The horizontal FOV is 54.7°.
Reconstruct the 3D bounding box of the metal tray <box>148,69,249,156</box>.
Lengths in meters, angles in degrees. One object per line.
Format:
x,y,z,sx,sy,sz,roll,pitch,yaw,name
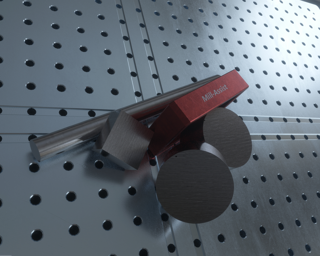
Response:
0.046,-0.021,0.399,0.131,0.090,0.030,-30,79,-38,metal tray

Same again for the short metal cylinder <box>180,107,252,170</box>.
0.074,0.019,0.409,0.081,0.050,0.080,13,64,-28,short metal cylinder

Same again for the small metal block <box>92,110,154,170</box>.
-0.041,0.015,0.356,0.050,0.025,0.050,36,65,-29,small metal block

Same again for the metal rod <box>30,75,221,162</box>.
-0.017,-0.025,0.409,0.302,0.025,0.025,-24,75,-36,metal rod

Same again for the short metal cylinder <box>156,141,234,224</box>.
0.038,0.058,0.345,0.080,0.080,0.050,40,9,-1,short metal cylinder
